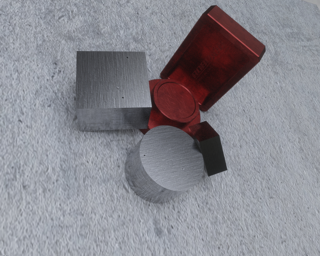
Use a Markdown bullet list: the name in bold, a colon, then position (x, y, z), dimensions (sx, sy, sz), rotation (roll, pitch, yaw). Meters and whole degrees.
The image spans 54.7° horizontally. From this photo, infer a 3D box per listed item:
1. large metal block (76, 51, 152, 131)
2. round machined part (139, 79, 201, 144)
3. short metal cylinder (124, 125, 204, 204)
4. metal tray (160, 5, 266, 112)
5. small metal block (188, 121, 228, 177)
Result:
- **large metal block**: position (-0.057, -0.044, 0.371), dimensions (0.081, 0.050, 0.080), rotation (-2, 62, -10)
- **round machined part**: position (0.013, -0.028, 0.421), dimensions (0.099, 0.042, 0.098), rotation (14, 56, -21)
- **short metal cylinder**: position (0.004, 0.044, 0.367), dimensions (0.081, 0.050, 0.080), rotation (14, 56, -21)
- **metal tray**: position (0.067, -0.090, 0.429), dimensions (0.090, 0.129, 0.030), rotation (39, 51, -2)
- **small metal block**: position (0.060, 0.025, 0.394), dimensions (0.025, 0.050, 0.050), rotation (-19, 113, -3)
